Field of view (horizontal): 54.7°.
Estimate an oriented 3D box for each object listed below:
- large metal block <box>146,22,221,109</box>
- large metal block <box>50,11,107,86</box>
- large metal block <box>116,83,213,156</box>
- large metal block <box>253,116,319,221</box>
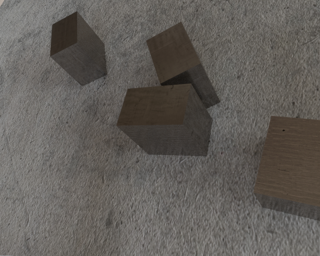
[{"bbox_3d":[0.030,-0.072,0.397,0.050,0.080,0.080,-26,53,13],"label":"large metal block"},{"bbox_3d":[-0.135,-0.131,0.520,0.050,0.080,0.080,-22,54,15],"label":"large metal block"},{"bbox_3d":[0.009,-0.006,0.368,0.080,0.080,0.050,-1,62,28],"label":"large metal block"},{"bbox_3d":[0.141,0.039,0.290,0.080,0.050,0.080,7,65,31],"label":"large metal block"}]
